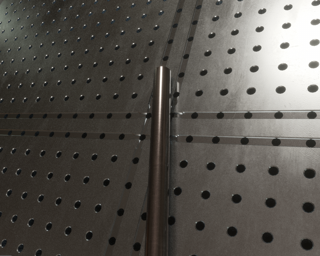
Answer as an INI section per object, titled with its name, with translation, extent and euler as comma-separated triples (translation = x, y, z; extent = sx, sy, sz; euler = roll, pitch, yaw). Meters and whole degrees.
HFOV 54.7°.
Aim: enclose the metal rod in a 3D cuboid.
[metal rod]
translation = -0.001, 0.046, 0.378
extent = 0.025, 0.025, 0.299
euler = -12, 57, 21
